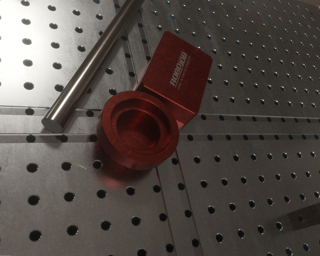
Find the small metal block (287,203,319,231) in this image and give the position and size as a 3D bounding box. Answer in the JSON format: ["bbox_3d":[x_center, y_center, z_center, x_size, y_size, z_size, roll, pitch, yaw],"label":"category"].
[{"bbox_3d":[0.220,0.122,0.439,0.050,0.050,0.025,-4,64,-31],"label":"small metal block"}]

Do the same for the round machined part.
[{"bbox_3d":[-0.030,0.006,0.379,0.099,0.042,0.098,14,56,-21],"label":"round machined part"}]

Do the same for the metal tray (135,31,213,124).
[{"bbox_3d":[0.025,-0.080,0.469,0.090,0.030,0.130,28,52,-11],"label":"metal tray"}]

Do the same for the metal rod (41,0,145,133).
[{"bbox_3d":[-0.078,-0.114,0.436,0.025,0.025,0.300,29,52,-11],"label":"metal rod"}]
